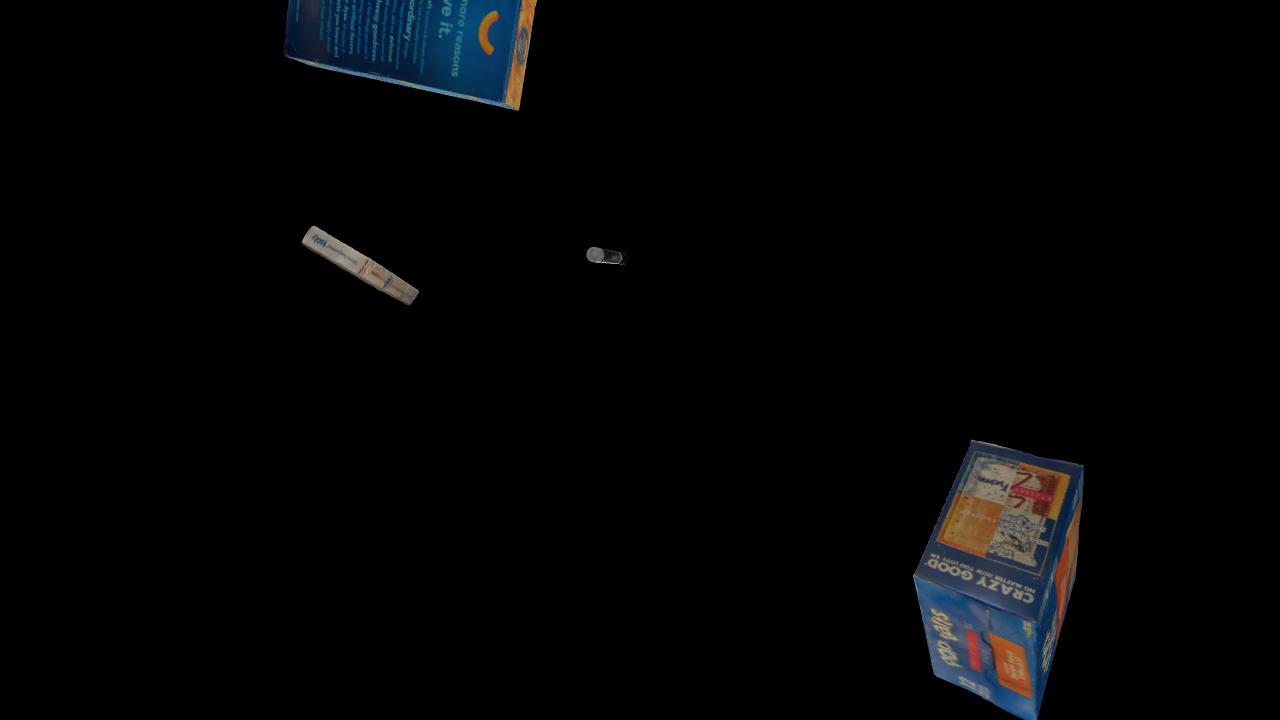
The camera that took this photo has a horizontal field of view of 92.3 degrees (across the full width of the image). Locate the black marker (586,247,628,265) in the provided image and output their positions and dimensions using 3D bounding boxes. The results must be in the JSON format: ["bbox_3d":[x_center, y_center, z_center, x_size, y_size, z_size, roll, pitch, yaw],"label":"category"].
[{"bbox_3d":[-0.040,-0.135,0.802,0.020,0.020,0.121,0,7,16],"label":"black marker"}]

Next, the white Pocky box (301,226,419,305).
[{"bbox_3d":[-0.349,-0.114,0.781,0.084,0.028,0.154,29,-7,6],"label":"white Pocky box"}]

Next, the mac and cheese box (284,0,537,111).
[{"bbox_3d":[-0.177,-0.260,0.475,0.184,0.093,0.041,15,13,6],"label":"mac and cheese box"}]

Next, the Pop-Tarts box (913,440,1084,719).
[{"bbox_3d":[0.297,0.178,0.502,0.083,0.167,0.141,12,49,42],"label":"Pop-Tarts box"}]
